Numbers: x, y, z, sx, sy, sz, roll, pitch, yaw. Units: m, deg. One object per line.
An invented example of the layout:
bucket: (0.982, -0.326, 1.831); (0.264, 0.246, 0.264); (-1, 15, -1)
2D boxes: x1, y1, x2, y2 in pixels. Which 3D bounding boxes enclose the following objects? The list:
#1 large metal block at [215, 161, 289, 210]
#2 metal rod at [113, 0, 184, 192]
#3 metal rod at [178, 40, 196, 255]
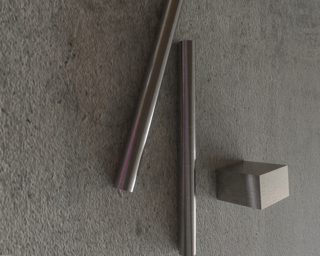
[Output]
large metal block: (0.147, 0.088, 0.496); (0.081, 0.080, 0.050); (-8, 96, -40)
metal rod: (-0.007, -0.068, 0.400); (0.025, 0.025, 0.299); (24, 75, -38)
metal rod: (0.038, 0.028, 0.439); (0.025, 0.025, 0.298); (0, 90, -40)
